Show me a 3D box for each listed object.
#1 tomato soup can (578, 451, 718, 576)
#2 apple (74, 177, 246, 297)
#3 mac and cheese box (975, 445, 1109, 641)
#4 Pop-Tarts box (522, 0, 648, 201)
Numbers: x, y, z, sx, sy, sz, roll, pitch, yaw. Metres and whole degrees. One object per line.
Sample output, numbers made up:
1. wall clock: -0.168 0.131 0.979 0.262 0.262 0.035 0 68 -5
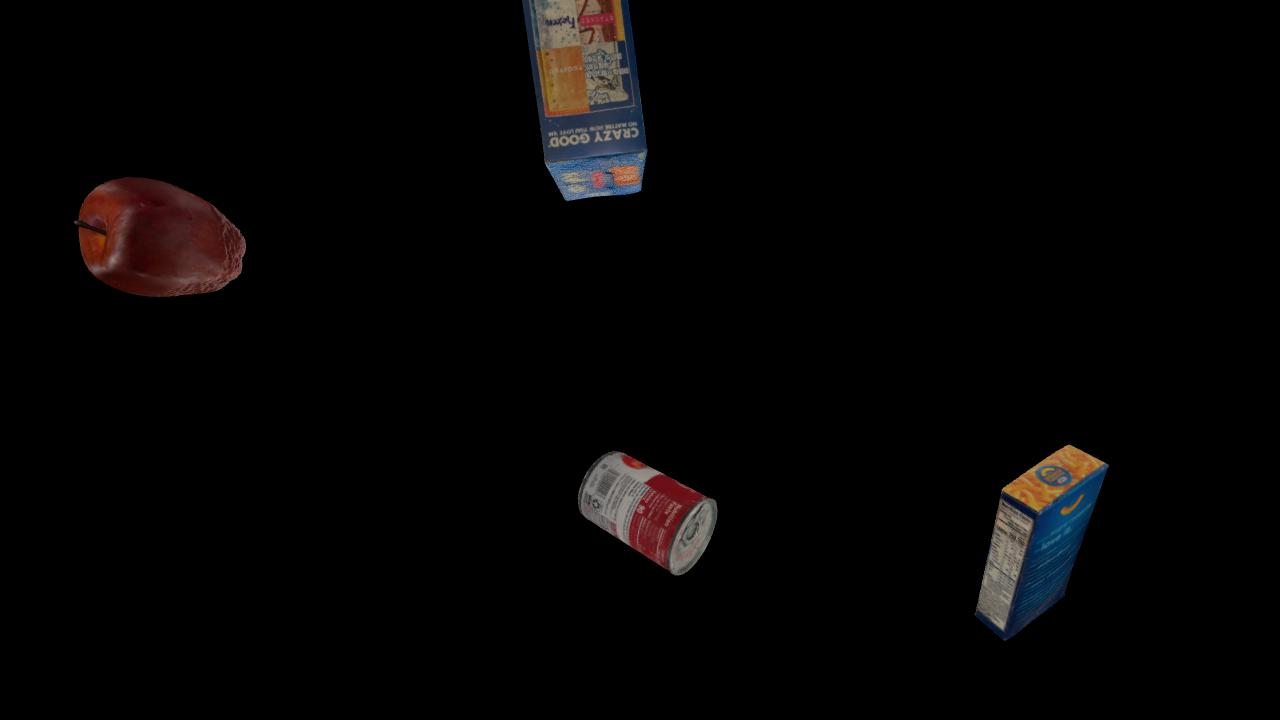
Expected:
1. tomato soup can: 0.005 0.127 0.521 0.101 0.068 0.068 22 12 33
2. apple: -0.320 -0.081 0.414 0.079 0.079 0.093 0 -2 25
3. mac and cheese box: 0.368 0.174 0.573 0.093 0.184 0.041 -23 35 -18
4. Pop-Tarts box: -0.044 -0.227 0.537 0.083 0.141 0.167 -7 5 0
